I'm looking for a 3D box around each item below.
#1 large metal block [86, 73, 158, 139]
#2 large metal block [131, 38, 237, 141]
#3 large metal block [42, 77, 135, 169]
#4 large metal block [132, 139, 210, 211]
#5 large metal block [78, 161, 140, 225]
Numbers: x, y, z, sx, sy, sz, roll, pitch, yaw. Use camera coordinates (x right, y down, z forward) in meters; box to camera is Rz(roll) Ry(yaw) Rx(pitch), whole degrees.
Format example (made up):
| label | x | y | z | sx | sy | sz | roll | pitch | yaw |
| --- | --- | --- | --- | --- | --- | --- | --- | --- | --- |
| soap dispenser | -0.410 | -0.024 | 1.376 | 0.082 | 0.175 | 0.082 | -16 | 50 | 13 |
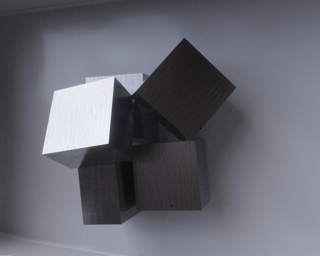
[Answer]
| label | x | y | z | sx | sy | sz | roll | pitch | yaw |
| --- | --- | --- | --- | --- | --- | --- | --- | --- | --- |
| large metal block | -0.050 | -0.027 | 0.412 | 0.080 | 0.050 | 0.079 | -1 | 90 | 19 |
| large metal block | 0.025 | -0.042 | 0.359 | 0.080 | 0.050 | 0.080 | 42 | 82 | -9 |
| large metal block | -0.078 | -0.004 | 0.353 | 0.080 | 0.050 | 0.080 | -10 | 61 | 19 |
| large metal block | 0.014 | 0.057 | 0.388 | 0.080 | 0.050 | 0.080 | -6 | 88 | 19 |
| large metal block | -0.058 | 0.073 | 0.399 | 0.050 | 0.080 | 0.080 | -7 | 88 | 19 |
